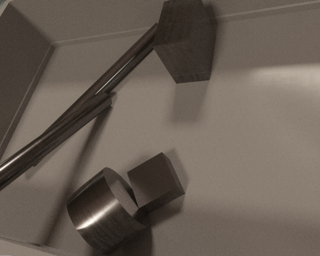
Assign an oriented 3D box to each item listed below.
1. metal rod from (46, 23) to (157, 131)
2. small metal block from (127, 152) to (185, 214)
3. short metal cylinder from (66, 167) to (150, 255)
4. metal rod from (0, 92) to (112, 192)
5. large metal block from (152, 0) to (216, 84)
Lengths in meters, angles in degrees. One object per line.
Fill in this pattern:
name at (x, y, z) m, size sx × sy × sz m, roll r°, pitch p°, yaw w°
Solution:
metal rod at (-0.104, -0.054, 0.491) m, size 0.300 × 0.025 × 0.025 m, roll -45°, pitch 51°, yaw -4°
small metal block at (-0.005, 0.065, 0.368) m, size 0.050 × 0.025 × 0.050 m, roll -31°, pitch 52°, yaw 8°
short metal cylinder at (-0.056, 0.090, 0.343) m, size 0.050 × 0.080 × 0.080 m, roll -39°, pitch 51°, yaw 2°
metal rod at (-0.162, 0.036, 0.377) m, size 0.025 × 0.025 × 0.302 m, roll 10°, pitch 38°, yaw 32°
large metal block at (0.037, -0.119, 0.423) m, size 0.050 × 0.080 × 0.080 m, roll -2°, pitch 61°, yaw 27°
